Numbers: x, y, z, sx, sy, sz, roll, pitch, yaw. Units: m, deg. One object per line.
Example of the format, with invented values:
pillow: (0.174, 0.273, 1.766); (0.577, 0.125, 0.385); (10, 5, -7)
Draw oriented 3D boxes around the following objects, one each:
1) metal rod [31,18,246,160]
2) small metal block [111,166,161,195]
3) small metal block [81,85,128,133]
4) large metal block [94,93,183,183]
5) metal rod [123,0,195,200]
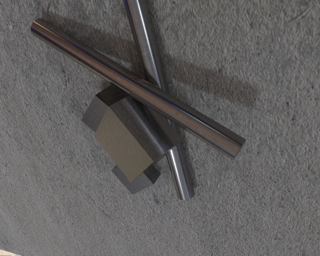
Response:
metal rod: (-0.039, -0.055, 0.363); (0.300, 0.025, 0.025); (33, 129, 17)
small metal block: (-0.036, 0.067, 0.466); (0.050, 0.025, 0.050); (-33, 100, 38)
small metal block: (-0.071, -0.028, 0.408); (0.025, 0.050, 0.050); (41, 129, 1)
large metal block: (-0.031, 0.012, 0.391); (0.080, 0.050, 0.080); (51, 145, 7)
metal rod: (0.001, -0.035, 0.383); (0.025, 0.025, 0.298); (-1, 118, 28)
